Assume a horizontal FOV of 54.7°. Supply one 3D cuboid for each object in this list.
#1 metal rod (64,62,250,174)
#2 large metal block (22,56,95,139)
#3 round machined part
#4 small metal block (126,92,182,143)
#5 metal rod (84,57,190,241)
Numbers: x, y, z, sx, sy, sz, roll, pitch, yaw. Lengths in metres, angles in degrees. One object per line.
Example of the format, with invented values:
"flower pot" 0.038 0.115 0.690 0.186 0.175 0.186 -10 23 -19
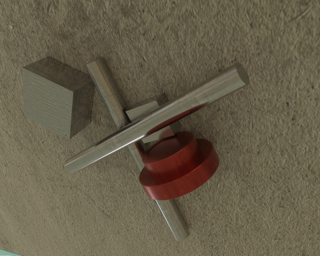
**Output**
"metal rod" -0.028 0.003 0.388 0.299 0.025 0.025 -27 104 36
"large metal block" -0.142 -0.043 0.437 0.080 0.050 0.079 26 127 12
"round machined part" 0.018 0.039 0.373 0.098 0.098 0.042 -16 110 34
"small metal block" -0.008 -0.012 0.402 0.050 0.025 0.050 -17 110 34
"metal rod" -0.025 0.042 0.444 0.025 0.025 0.299 -13 112 33
